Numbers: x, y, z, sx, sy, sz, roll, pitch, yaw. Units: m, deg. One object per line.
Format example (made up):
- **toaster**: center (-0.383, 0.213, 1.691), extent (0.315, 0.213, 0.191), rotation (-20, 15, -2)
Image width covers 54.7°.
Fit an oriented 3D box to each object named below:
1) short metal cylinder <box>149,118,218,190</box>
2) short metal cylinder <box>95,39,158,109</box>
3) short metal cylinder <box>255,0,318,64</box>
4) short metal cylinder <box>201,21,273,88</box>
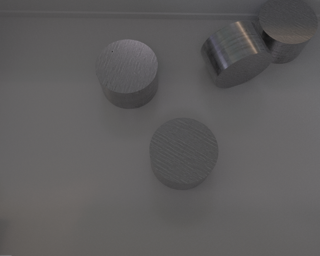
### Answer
- **short metal cylinder**: center (0.028, 0.033, 0.384), extent (0.081, 0.050, 0.080), rotation (0, 70, 0)
- **short metal cylinder**: center (-0.043, -0.072, 0.422), extent (0.081, 0.050, 0.080), rotation (0, 70, 0)
- **short metal cylinder**: center (0.176, -0.141, 0.449), extent (0.081, 0.050, 0.080), rotation (0, 70, 0)
- **short metal cylinder**: center (0.102, -0.096, 0.416), extent (0.080, 0.080, 0.050), rotation (-19, 71, -7)
